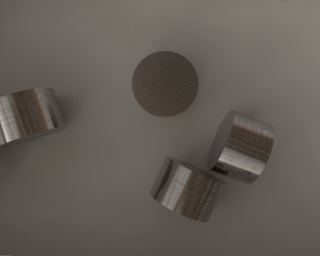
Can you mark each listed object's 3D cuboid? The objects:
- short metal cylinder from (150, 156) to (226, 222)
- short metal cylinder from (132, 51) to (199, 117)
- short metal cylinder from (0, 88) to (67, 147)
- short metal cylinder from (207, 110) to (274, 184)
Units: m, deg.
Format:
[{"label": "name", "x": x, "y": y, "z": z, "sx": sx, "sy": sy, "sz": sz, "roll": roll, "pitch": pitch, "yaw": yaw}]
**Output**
[{"label": "short metal cylinder", "x": 0.034, "y": 0.074, "z": 0.384, "sx": 0.080, "sy": 0.080, "sz": 0.050, "roll": 24, "pitch": 90, "yaw": -1}, {"label": "short metal cylinder", "x": 0.006, "y": -0.054, "z": 0.399, "sx": 0.081, "sy": 0.050, "sz": 0.079, "roll": 0, "pitch": 90, "yaw": -1}, {"label": "short metal cylinder", "x": -0.163, "y": -0.013, "z": 0.382, "sx": 0.080, "sy": 0.080, "sz": 0.050, "roll": -18, "pitch": 90, "yaw": 0}, {"label": "short metal cylinder", "x": 0.098, "y": 0.023, "z": 0.385, "sx": 0.050, "sy": 0.080, "sz": 0.080, "roll": 21, "pitch": 90, "yaw": -1}]
